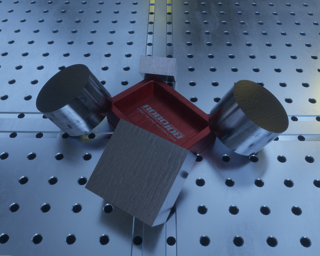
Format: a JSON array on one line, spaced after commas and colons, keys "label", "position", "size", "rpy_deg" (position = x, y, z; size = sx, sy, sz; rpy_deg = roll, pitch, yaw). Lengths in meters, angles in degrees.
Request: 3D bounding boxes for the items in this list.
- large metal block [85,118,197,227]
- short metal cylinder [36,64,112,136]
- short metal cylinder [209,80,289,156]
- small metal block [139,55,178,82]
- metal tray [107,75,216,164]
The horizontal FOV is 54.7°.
[{"label": "large metal block", "position": [-0.018, 0.047, 0.329], "size": [0.080, 0.050, 0.080], "rpy_deg": [25, 85, 19]}, {"label": "short metal cylinder", "position": [-0.110, -0.036, 0.402], "size": [0.080, 0.050, 0.080], "rpy_deg": [-17, 48, 19]}, {"label": "short metal cylinder", "position": [0.109, -0.013, 0.383], "size": [0.081, 0.050, 0.080], "rpy_deg": [18, 47, -20]}, {"label": "small metal block", "position": [-0.001, -0.087, 0.461], "size": [0.050, 0.050, 0.025], "rpy_deg": [7, 88, 6]}, {"label": "metal tray", "position": [0.000, -0.010, 0.411], "size": [0.091, 0.030, 0.130], "rpy_deg": [-34, 58, -25]}]
